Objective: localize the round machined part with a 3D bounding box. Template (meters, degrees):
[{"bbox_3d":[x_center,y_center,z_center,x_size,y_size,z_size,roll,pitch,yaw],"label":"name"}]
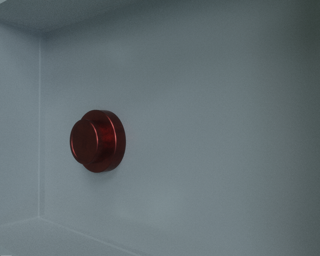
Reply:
[{"bbox_3d":[-0.102,0.021,0.477,0.098,0.042,0.097,0,90,39],"label":"round machined part"}]

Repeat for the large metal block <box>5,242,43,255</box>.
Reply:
[{"bbox_3d":[-0.269,0.283,0.611,0.080,0.050,0.080,-34,69,34],"label":"large metal block"}]
